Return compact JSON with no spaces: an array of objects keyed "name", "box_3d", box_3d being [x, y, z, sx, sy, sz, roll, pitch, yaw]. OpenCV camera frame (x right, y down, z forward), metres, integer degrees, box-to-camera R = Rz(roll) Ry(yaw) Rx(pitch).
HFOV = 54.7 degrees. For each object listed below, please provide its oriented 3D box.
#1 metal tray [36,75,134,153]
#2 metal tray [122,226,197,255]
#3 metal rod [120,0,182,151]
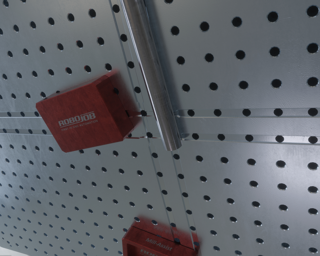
[{"name":"metal tray","box_3d":[-0.113,-0.016,0.458,0.130,0.030,0.090,-12,112,33]},{"name":"metal tray","box_3d":[-0.002,0.237,0.556,0.130,0.030,0.089,14,124,20]},{"name":"metal rod","box_3d":[-0.021,-0.107,0.356,0.025,0.025,0.298,-2,118,29]}]
